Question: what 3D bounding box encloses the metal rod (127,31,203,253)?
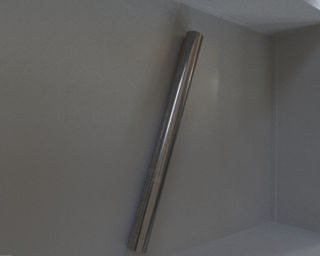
[{"bbox_3d":[0.011,0.008,0.411,0.025,0.025,0.299,25,74,-37],"label":"metal rod"}]
